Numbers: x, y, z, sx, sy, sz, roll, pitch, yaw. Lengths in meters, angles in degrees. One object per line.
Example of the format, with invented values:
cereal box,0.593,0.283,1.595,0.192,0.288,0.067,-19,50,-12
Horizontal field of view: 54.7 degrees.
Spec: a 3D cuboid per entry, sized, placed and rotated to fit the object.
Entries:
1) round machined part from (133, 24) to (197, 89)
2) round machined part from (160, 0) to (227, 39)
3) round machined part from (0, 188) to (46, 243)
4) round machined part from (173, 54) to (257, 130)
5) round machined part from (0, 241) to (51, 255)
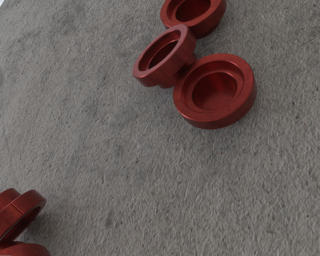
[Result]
round machined part,0.012,-0.093,0.430,0.098,0.042,0.098,-32,33,24
round machined part,0.053,-0.174,0.472,0.098,0.042,0.098,-13,56,21
round machined part,-0.194,0.114,0.386,0.042,0.098,0.098,40,83,2
round machined part,0.069,-0.040,0.382,0.098,0.042,0.098,-13,56,21
round machined part,-0.171,0.167,0.345,0.098,0.098,0.042,-49,52,-6
